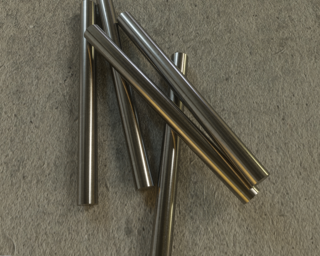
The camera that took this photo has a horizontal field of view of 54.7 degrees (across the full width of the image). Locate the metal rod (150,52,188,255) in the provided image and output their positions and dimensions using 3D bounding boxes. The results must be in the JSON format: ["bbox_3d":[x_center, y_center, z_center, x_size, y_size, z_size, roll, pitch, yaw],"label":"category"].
[{"bbox_3d":[0.013,0.038,0.394,0.025,0.025,0.299,6,70,2],"label":"metal rod"}]

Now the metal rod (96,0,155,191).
[{"bbox_3d":[-0.052,-0.062,0.430,0.025,0.025,0.299,-12,71,-5],"label":"metal rod"}]

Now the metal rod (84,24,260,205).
[{"bbox_3d":[0.005,-0.027,0.390,0.025,0.025,0.300,-40,75,-13],"label":"metal rod"}]

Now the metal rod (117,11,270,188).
[{"bbox_3d":[0.028,-0.052,0.397,0.025,0.025,0.300,-31,65,-11],"label":"metal rod"}]

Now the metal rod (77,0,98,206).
[{"bbox_3d":[-0.098,-0.047,0.424,0.025,0.025,0.299,-4,70,-2],"label":"metal rod"}]
